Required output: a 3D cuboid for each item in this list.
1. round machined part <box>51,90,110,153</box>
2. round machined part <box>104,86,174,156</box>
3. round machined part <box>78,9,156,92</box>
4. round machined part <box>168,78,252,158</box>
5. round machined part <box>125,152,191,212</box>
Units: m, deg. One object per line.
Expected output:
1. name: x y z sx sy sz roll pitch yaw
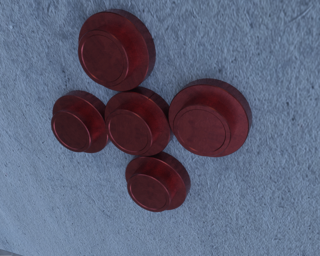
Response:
1. round machined part: -0.119 -0.003 0.456 0.098 0.042 0.097 13 124 20
2. round machined part: -0.032 -0.003 0.411 0.098 0.042 0.097 13 124 20
3. round machined part: -0.058 -0.089 0.372 0.098 0.042 0.097 13 124 20
4. round machined part: 0.054 -0.005 0.365 0.098 0.042 0.097 13 124 20
5. round machined part: -0.008 0.083 0.451 0.098 0.042 0.097 13 124 20
